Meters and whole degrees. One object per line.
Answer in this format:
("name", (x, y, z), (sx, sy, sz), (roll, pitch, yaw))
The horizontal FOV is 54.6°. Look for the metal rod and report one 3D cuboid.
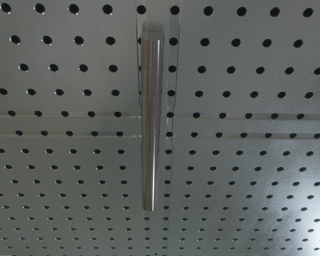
("metal rod", (-0.013, 0.016, 0.424), (0.025, 0.025, 0.298), (1, 130, -1))
